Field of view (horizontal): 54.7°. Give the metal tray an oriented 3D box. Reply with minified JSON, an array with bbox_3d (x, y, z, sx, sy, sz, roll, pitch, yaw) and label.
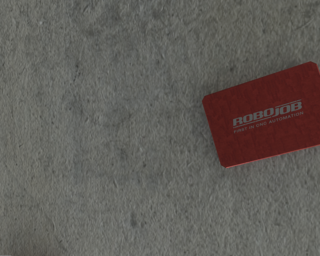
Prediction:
[{"bbox_3d":[0.125,-0.013,0.362,0.130,0.030,0.090,-17,84,18],"label":"metal tray"}]
